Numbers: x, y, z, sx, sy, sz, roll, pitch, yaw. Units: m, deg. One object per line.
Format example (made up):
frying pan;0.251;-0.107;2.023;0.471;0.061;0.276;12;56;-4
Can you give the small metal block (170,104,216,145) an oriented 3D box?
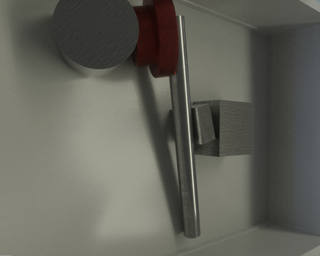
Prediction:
small metal block;0.045;-0.005;0.430;0.025;0.050;0.050;-21;104;-40

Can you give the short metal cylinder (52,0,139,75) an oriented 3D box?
short metal cylinder;-0.066;-0.097;0.317;0.081;0.050;0.079;-1;92;-15

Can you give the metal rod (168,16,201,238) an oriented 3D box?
metal rod;0.032;0.009;0.411;0.025;0.025;0.298;-18;109;-39

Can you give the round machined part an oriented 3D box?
round machined part;-0.012;-0.107;0.360;0.042;0.098;0.097;-9;97;-10

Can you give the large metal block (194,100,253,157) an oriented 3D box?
large metal block;0.098;0.000;0.475;0.081;0.050;0.079;1;90;-40
